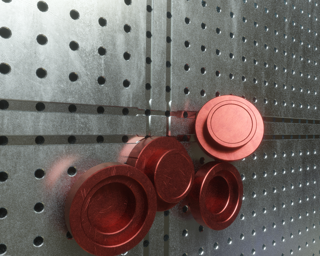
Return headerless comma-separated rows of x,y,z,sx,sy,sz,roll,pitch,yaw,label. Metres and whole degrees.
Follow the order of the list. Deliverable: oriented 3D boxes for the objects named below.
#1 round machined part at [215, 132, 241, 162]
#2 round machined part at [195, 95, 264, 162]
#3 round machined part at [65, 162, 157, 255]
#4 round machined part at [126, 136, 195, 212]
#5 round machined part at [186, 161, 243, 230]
0.125,0.006,0.501,0.099,0.042,0.097,0,90,-40,round machined part
0.099,-0.002,0.444,0.042,0.098,0.098,74,30,-76,round machined part
-0.056,0.086,0.344,0.099,0.042,0.097,-2,95,-31,round machined part
0.007,0.060,0.403,0.099,0.042,0.097,0,90,-40,round machined part
0.078,0.098,0.462,0.099,0.042,0.097,0,90,-40,round machined part
